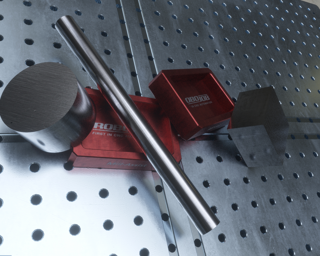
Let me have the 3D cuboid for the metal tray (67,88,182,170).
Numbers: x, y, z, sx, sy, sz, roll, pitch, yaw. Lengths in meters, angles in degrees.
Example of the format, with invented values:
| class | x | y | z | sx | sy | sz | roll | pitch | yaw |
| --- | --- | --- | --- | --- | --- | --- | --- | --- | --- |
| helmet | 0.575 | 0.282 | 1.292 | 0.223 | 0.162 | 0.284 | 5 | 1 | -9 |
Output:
| class | x | y | z | sx | sy | sz | roll | pitch | yaw |
| --- | --- | --- | --- | --- | --- | --- | --- | --- | --- |
| metal tray | -0.043 | 0.003 | 0.379 | 0.131 | 0.030 | 0.090 | 6 | 59 | -25 |

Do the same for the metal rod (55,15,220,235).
| class | x | y | z | sx | sy | sz | roll | pitch | yaw |
| --- | --- | --- | --- | --- | --- | --- | --- | --- | --- |
| metal rod | -0.032 | -0.011 | 0.359 | 0.025 | 0.025 | 0.299 | -28 | 77 | -37 |

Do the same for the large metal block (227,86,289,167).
| class | x | y | z | sx | sy | sz | roll | pitch | yaw |
| --- | --- | --- | --- | --- | --- | --- | --- | --- | --- |
| large metal block | 0.145 | -0.001 | 0.448 | 0.080 | 0.050 | 0.080 | 55 | 45 | -30 |

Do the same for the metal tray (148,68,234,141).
| class | x | y | z | sx | sy | sz | roll | pitch | yaw |
| --- | --- | --- | --- | --- | --- | --- | --- | --- | --- |
| metal tray | 0.054 | -0.039 | 0.433 | 0.131 | 0.030 | 0.090 | -16 | 70 | -52 |

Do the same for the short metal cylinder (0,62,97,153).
| class | x | y | z | sx | sy | sz | roll | pitch | yaw |
| --- | --- | --- | --- | --- | --- | --- | --- | --- | --- |
| short metal cylinder | -0.113 | -0.021 | 0.321 | 0.080 | 0.050 | 0.080 | -4 | 63 | 9 |
